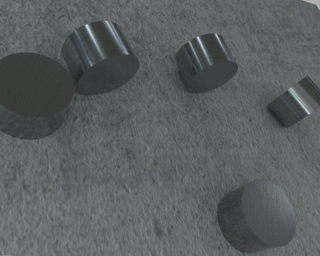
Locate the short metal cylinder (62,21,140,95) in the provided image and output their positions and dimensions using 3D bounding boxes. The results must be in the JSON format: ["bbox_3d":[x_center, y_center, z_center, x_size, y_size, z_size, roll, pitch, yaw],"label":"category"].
[{"bbox_3d":[-0.073,-0.084,0.382,0.081,0.080,0.050,-17,71,-35],"label":"short metal cylinder"}]

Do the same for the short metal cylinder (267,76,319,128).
[{"bbox_3d":[0.231,-0.044,0.523,0.081,0.080,0.050,-30,79,-38],"label":"short metal cylinder"}]

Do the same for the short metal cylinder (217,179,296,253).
[{"bbox_3d":[0.120,0.110,0.387,0.081,0.050,0.080,14,56,-21],"label":"short metal cylinder"}]

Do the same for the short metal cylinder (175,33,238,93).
[{"bbox_3d":[0.069,-0.095,0.466,0.081,0.080,0.050,-7,66,-32],"label":"short metal cylinder"}]

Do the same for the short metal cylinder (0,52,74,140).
[{"bbox_3d":[-0.139,-0.034,0.334,0.081,0.050,0.080,14,56,-21],"label":"short metal cylinder"}]
